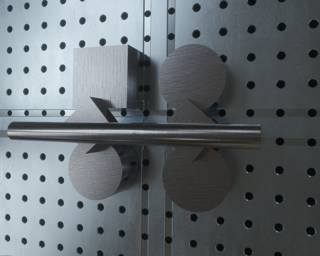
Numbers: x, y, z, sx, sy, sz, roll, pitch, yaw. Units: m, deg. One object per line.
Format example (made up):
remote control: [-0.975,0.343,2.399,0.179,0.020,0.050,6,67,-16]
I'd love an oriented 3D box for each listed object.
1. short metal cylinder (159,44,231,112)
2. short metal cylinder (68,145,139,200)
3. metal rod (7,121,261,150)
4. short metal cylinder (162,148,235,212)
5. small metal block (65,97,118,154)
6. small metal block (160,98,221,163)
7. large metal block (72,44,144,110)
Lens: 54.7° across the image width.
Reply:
short metal cylinder: [0.045,-0.058,0.384,0.080,0.050,0.080,0,90,20]
short metal cylinder: [-0.077,0.054,0.425,0.080,0.050,0.080,0,90,20]
metal rod: [-0.045,0.006,0.348,0.301,0.025,0.025,1,90,19]
short metal cylinder: [0.049,0.058,0.382,0.080,0.050,0.080,0,90,20]
small metal block: [-0.084,-0.003,0.390,0.050,0.025,0.050,-42,77,15]
small metal block: [0.035,0.003,0.347,0.050,0.025,0.050,42,103,15]
large metal block: [-0.070,-0.066,0.423,0.080,0.050,0.080,1,91,20]
